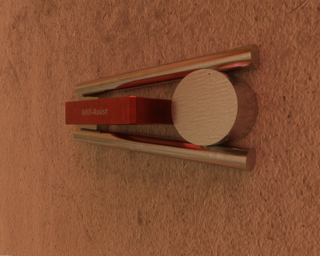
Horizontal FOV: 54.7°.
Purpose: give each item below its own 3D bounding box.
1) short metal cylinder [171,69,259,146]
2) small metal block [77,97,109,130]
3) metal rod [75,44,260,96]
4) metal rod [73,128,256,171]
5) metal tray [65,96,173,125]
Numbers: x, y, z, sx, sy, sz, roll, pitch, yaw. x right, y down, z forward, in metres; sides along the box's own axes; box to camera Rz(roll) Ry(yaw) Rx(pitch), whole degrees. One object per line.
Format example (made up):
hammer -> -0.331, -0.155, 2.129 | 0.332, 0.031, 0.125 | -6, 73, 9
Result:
short metal cylinder -> 0.060, -0.022, 0.340 | 0.080, 0.050, 0.079 | 0, 90, 40
small metal block -> -0.106, -0.024, 0.495 | 0.050, 0.025, 0.050 | 6, 94, 40
metal rod -> -0.015, -0.069, 0.419 | 0.300, 0.025, 0.025 | -3, 88, 40
metal rod -> -0.019, 0.022, 0.422 | 0.300, 0.025, 0.025 | 6, 94, 39
metal tray -> -0.049, -0.019, 0.403 | 0.130, 0.091, 0.030 | 0, 90, 40
